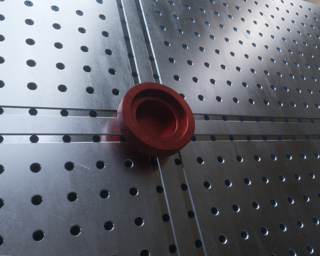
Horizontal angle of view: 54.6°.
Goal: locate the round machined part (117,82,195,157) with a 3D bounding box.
[{"bbox_3d":[-0.008,-0.007,0.397,0.099,0.042,0.098,13,56,-21],"label":"round machined part"}]
